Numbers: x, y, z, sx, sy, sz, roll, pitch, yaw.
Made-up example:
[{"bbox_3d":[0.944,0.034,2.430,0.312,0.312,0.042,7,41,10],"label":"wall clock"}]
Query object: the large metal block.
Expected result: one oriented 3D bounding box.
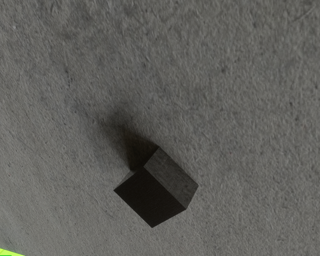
[{"bbox_3d":[-0.006,0.087,0.448,0.080,0.050,0.080,45,129,-4],"label":"large metal block"}]
